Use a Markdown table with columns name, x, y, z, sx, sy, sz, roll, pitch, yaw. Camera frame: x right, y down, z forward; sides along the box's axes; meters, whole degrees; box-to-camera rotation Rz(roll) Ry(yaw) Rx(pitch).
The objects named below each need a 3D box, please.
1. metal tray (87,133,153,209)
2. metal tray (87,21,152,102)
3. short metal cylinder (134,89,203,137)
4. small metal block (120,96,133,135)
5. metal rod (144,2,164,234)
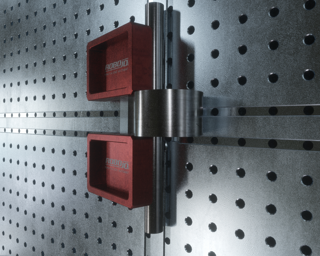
| name | x | y | z | sx | sy | sz | roll | pitch | yaw |
| --- | --- | --- | --- | --- | --- | --- | --- | --- | --- |
| metal tray | -0.060 | 0.053 | 0.433 | 0.130 | 0.030 | 0.089 | 1 | 91 | 52 |
| metal tray | -0.061 | -0.086 | 0.434 | 0.130 | 0.030 | 0.089 | 0 | 90 | 52 |
| short metal cylinder | 0.010 | -0.016 | 0.361 | 0.080 | 0.081 | 0.050 | 0 | 90 | 40 |
| small metal block | -0.037 | -0.016 | 0.421 | 0.050 | 0.025 | 0.050 | -177 | 88 | -71 |
| metal rod | -0.008 | -0.013 | 0.410 | 0.025 | 0.025 | 0.298 | 0 | 90 | 40 |
